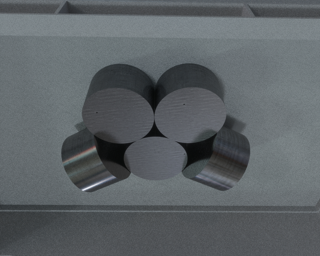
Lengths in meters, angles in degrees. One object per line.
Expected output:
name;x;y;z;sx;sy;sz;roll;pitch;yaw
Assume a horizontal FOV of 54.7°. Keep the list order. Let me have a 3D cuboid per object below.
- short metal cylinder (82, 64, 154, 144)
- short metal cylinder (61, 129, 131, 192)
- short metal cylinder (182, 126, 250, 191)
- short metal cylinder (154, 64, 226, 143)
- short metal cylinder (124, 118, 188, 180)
short metal cylinder;-0.047;-0.028;0.367;0.081;0.050;0.079;0;130;0
short metal cylinder;-0.080;0.037;0.402;0.050;0.080;0.080;-24;126;19
short metal cylinder;0.070;0.035;0.401;0.050;0.080;0.080;24;126;-19
short metal cylinder;0.034;-0.028;0.367;0.081;0.050;0.079;0;130;0
short metal cylinder;-0.005;0.024;0.411;0.081;0.050;0.079;0;130;0
